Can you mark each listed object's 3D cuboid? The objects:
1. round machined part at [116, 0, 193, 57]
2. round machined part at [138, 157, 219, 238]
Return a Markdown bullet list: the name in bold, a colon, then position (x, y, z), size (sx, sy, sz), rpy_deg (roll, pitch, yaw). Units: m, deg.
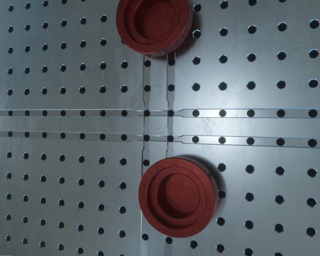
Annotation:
- **round machined part**: position (-0.004, -0.142, 0.405), size (0.098, 0.042, 0.097), rpy_deg (0, 90, 20)
- **round machined part**: position (0.026, 0.084, 0.395), size (0.098, 0.042, 0.097), rpy_deg (0, 90, 20)
